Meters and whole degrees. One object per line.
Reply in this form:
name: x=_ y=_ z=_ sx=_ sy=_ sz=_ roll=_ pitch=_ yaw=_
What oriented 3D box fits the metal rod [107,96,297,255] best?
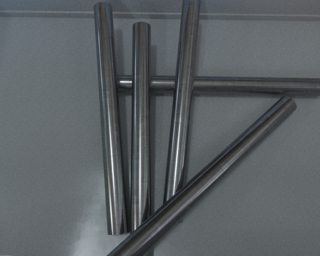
metal rod: x=0.064 y=0.054 z=0.369 sx=0.301 sy=0.025 sz=0.025 roll=-38 pitch=74 yaw=-21

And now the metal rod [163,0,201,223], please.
metal rod: x=0.029 y=-0.034 z=0.399 sx=0.025 sy=0.025 sz=0.299 roll=6 pitch=78 yaw=2

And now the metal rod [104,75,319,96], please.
metal rod: x=0.074 y=-0.059 z=0.431 sx=0.302 sy=0.025 sz=0.025 roll=1 pitch=70 yaw=0

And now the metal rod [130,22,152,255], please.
metal rod: x=-0.023 y=0.007 z=0.388 sx=0.025 sy=0.025 sz=0.299 roll=-1 pitch=77 yaw=0

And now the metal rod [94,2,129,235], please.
metal rod: x=-0.064 y=-0.021 z=0.396 sx=0.025 sy=0.025 sz=0.299 roll=-5 pitch=78 yaw=-2
